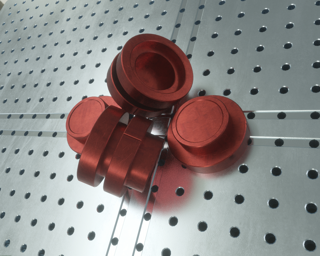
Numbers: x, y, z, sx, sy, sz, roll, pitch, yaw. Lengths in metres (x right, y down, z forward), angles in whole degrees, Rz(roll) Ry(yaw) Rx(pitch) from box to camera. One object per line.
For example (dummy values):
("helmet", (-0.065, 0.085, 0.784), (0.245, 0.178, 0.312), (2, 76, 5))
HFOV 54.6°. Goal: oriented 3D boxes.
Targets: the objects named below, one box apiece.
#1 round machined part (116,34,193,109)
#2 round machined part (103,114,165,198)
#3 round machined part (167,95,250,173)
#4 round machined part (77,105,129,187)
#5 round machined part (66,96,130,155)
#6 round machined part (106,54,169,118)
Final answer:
("round machined part", (-0.010, -0.069, 0.401), (0.042, 0.099, 0.098), (-41, 35, 56))
("round machined part", (-0.026, 0.037, 0.365), (0.042, 0.098, 0.098), (23, 71, 3))
("round machined part", (0.053, 0.001, 0.370), (0.098, 0.042, 0.098), (-13, 56, 21))
("round machined part", (-0.056, 0.026, 0.370), (0.042, 0.098, 0.098), (22, 71, 3))
("round machined part", (-0.097, -0.007, 0.453), (0.098, 0.042, 0.098), (-13, 56, 21))
("round machined part", (-0.026, -0.058, 0.426), (0.042, 0.099, 0.098), (-41, 35, 56))
